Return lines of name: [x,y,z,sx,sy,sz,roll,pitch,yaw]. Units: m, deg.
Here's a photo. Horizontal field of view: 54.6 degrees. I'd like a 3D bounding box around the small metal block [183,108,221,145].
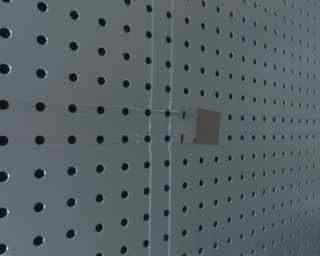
small metal block: [0.063,-0.001,0.460,0.050,0.025,0.050,8,85,-40]
